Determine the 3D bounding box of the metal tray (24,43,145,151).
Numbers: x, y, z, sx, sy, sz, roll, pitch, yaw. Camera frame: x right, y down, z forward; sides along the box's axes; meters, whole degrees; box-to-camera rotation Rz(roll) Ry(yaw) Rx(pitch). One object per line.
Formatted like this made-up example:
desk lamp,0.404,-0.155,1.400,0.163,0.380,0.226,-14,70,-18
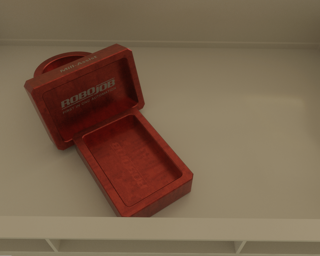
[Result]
metal tray,-0.088,-0.041,0.392,0.131,0.089,0.030,-30,39,-23

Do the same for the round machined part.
round machined part,-0.124,-0.066,0.443,0.099,0.042,0.098,-1,44,1

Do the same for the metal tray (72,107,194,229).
metal tray,-0.034,0.040,0.367,0.091,0.030,0.130,-27,55,-21
